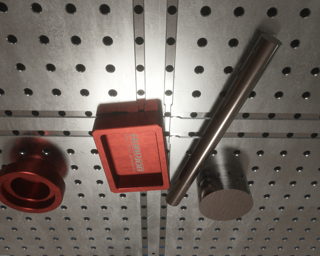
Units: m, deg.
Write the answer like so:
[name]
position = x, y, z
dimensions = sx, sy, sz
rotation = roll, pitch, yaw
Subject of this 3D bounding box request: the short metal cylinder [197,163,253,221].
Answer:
[short metal cylinder]
position = 0.099, 0.100, 0.482
dimensions = 0.081, 0.050, 0.079
rotation = 0, 130, 0

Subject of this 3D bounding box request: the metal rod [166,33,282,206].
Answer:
[metal rod]
position = 0.070, 0.012, 0.422
dimensions = 0.025, 0.025, 0.298
rotation = 15, 129, -13

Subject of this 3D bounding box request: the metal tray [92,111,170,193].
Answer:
[metal tray]
position = -0.036, 0.039, 0.440
dimensions = 0.091, 0.030, 0.129
rotation = -5, 130, 3

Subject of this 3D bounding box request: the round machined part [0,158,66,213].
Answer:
[round machined part]
position = -0.193, 0.083, 0.469
dimensions = 0.099, 0.042, 0.097
rotation = -1, 130, 0
